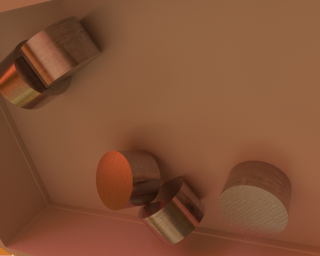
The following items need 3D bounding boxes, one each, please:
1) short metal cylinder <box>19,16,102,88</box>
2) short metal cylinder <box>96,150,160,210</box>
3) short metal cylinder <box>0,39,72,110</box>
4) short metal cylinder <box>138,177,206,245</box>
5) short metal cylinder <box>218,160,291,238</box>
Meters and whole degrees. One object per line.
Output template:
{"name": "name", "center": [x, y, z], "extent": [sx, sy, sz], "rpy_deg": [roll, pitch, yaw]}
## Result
{"name": "short metal cylinder", "center": [-0.119, -0.091, 0.378], "extent": [0.080, 0.080, 0.050], "rpy_deg": [-24, 106, 36]}
{"name": "short metal cylinder", "center": [-0.046, 0.072, 0.436], "extent": [0.080, 0.050, 0.080], "rpy_deg": [-3, 85, 44]}
{"name": "short metal cylinder", "center": [-0.168, -0.071, 0.416], "extent": [0.050, 0.080, 0.080], "rpy_deg": [-24, 106, 36]}
{"name": "short metal cylinder", "center": [0.016, 0.115, 0.435], "extent": [0.080, 0.080, 0.050], "rpy_deg": [-33, 101, 38]}
{"name": "short metal cylinder", "center": [0.118, 0.087, 0.384], "extent": [0.080, 0.050, 0.079], "rpy_deg": [13, 124, 20]}
